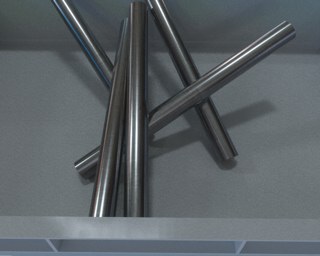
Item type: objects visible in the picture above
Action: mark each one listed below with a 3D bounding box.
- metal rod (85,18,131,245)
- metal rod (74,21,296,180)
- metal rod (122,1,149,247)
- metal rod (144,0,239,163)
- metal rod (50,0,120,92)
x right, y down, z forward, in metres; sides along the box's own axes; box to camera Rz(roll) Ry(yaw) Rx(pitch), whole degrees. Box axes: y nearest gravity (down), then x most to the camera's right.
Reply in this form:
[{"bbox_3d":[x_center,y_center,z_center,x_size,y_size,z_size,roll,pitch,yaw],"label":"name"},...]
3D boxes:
[{"bbox_3d":[-0.049,-0.022,0.361,0.025,0.025,0.300,2,57,1],"label":"metal rod"},{"bbox_3d":[0.031,-0.034,0.369,0.301,0.025,0.025,-34,56,-2],"label":"metal rod"},{"bbox_3d":[-0.026,-0.026,0.351,0.025,0.025,0.299,-1,65,-1],"label":"metal rod"},{"bbox_3d":[0.026,-0.096,0.409,0.025,0.025,0.299,-20,77,-16],"label":"metal rod"},{"bbox_3d":[-0.099,-0.117,0.421,0.025,0.025,0.299,-30,82,-23],"label":"metal rod"}]
